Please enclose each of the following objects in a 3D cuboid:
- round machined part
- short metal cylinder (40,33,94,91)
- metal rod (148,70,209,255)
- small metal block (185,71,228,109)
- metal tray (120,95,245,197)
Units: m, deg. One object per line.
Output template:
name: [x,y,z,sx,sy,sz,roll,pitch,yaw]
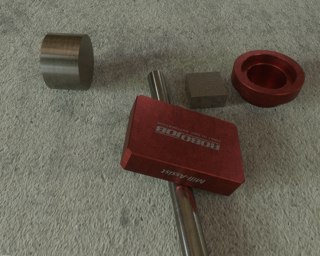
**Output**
round machined part: [0.153,-0.067,0.451,0.099,0.042,0.098,0,50,0]
short metal cylinder: [-0.130,-0.095,0.446,0.050,0.080,0.080,3,50,2]
metal rod: [0.017,0.036,0.372,0.025,0.025,0.300,-7,50,-6]
small metal block: [0.066,-0.055,0.450,0.050,0.025,0.050,-4,50,-4]
metal tray: [0.027,0.019,0.353,0.131,0.030,0.090,16,44,-12]
